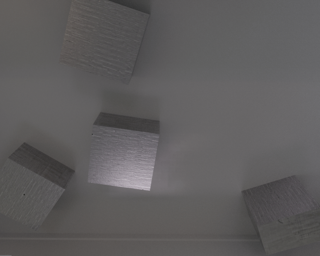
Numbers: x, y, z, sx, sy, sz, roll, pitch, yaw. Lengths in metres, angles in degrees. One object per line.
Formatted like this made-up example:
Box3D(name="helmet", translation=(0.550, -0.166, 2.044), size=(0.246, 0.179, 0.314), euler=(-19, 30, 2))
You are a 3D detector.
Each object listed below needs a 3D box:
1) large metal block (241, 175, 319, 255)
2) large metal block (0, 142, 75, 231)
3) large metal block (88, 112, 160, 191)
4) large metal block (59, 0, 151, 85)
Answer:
Box3D(name="large metal block", translation=(0.167, 0.117, 0.426), size=(0.080, 0.080, 0.050), euler=(-19, 109, 7))
Box3D(name="large metal block", translation=(-0.178, 0.080, 0.426), size=(0.080, 0.050, 0.080), euler=(33, 107, -12))
Box3D(name="large metal block", translation=(-0.047, 0.030, 0.408), size=(0.081, 0.050, 0.079), euler=(8, 110, -3))
Box3D(name="large metal block", translation=(-0.062, -0.105, 0.359), size=(0.080, 0.050, 0.079), euler=(17, 109, -6))
